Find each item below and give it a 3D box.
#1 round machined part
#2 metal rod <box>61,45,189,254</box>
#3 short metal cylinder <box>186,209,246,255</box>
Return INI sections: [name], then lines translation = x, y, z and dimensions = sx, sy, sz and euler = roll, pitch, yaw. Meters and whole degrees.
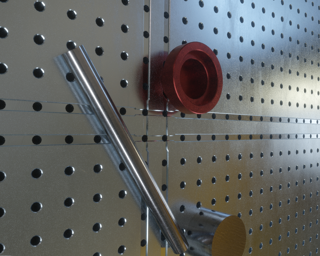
[round machined part]
translation = 0.041, -0.068, 0.434
dimensions = 0.099, 0.042, 0.097
euler = 0, 90, -40
[metal rod]
translation = -0.033, 0.042, 0.383
dimensions = 0.025, 0.025, 0.299
euler = -40, 115, -33
[short metal cylinder]
translation = 0.085, 0.167, 0.467
dimensions = 0.081, 0.050, 0.079
euler = 0, 90, -40
